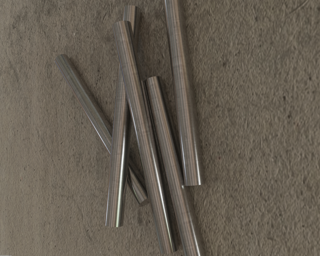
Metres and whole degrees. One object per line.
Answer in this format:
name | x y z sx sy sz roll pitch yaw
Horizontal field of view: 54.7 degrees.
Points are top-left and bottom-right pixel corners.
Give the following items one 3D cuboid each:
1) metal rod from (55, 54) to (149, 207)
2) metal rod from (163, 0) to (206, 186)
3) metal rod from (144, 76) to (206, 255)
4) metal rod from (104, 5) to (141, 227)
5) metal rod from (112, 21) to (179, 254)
metal rod | -0.096 -0.011 0.484 0.025 0.025 0.299 -50 61 28
metal rod | 0.025 -0.080 0.383 0.025 0.025 0.298 -11 83 39
metal rod | 0.024 0.079 0.384 0.025 0.025 0.299 -22 76 38
metal rod | -0.050 -0.019 0.425 0.025 0.025 0.298 0 83 40
metal rod | -0.019 0.010 0.401 0.025 0.025 0.298 -14 87 39
